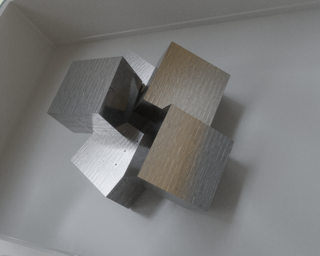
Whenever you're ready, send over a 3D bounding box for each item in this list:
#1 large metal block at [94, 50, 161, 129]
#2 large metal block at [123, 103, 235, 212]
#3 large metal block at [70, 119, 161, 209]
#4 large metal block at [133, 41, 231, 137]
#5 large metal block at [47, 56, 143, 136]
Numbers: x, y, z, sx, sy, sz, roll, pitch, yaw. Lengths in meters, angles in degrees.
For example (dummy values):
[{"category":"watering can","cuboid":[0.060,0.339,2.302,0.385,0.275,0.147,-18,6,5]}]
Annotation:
[{"category":"large metal block","cuboid":[-0.039,-0.053,0.440,0.080,0.050,0.080,-45,51,-4]},{"category":"large metal block","cuboid":[0.020,0.033,0.328,0.080,0.080,0.050,-65,16,-18]},{"category":"large metal block","cuboid":[-0.049,0.038,0.385,0.080,0.050,0.080,34,80,38]},{"category":"large metal block","cuboid":[0.026,-0.042,0.371,0.080,0.050,0.080,28,71,-10]},{"category":"large metal block","cuboid":[-0.079,-0.039,0.385,0.080,0.050,0.080,2,61,30]}]
